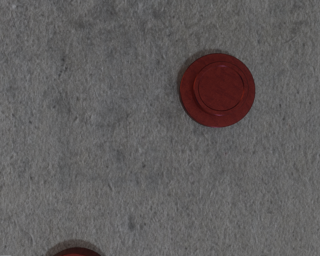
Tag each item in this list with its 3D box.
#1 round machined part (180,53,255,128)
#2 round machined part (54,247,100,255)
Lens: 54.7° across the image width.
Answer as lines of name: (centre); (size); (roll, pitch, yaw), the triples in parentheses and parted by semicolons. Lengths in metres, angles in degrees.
round machined part: (0.075, -0.049, 0.403); (0.099, 0.042, 0.097); (0, 90, -1)
round machined part: (-0.112, 0.211, 0.400); (0.099, 0.042, 0.097); (0, 90, -1)
